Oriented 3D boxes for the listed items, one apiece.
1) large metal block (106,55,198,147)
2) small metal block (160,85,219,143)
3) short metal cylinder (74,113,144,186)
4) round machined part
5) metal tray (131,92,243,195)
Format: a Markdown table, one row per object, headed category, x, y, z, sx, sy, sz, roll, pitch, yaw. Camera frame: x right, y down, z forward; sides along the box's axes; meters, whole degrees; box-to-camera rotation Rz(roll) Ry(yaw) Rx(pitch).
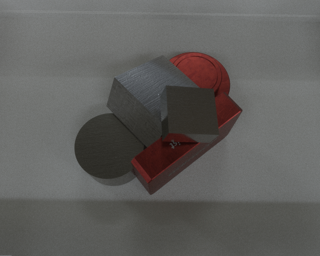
| category | x | y | z | sx | sy | sz | roll | pitch | yaw |
| --- | --- | --- | --- | --- | --- | --- | --- | --- | --- |
| large metal block | -0.003 | -0.031 | 0.368 | 0.080 | 0.050 | 0.081 | 45 | 51 | 14 |
| small metal block | 0.029 | -0.013 | 0.312 | 0.050 | 0.025 | 0.050 | 2 | 69 | -14 |
| short metal cylinder | -0.059 | 0.028 | 0.383 | 0.081 | 0.050 | 0.080 | 0 | 70 | 0 |
| round machined part | 0.047 | -0.063 | 0.422 | 0.099 | 0.042 | 0.098 | 0 | 70 | -1 |
| metal tray | 0.030 | 0.021 | 0.365 | 0.131 | 0.090 | 0.030 | -36 | 74 | -13 |
